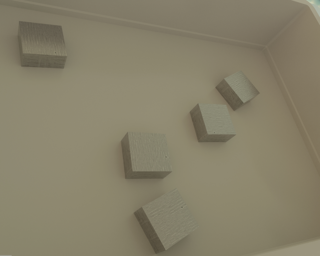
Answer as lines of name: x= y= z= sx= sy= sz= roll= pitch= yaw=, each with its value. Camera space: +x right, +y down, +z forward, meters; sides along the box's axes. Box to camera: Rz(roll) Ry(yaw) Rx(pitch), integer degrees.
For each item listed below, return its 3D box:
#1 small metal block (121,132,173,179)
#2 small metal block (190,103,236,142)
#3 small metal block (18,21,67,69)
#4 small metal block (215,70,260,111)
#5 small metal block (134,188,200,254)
small metal block: x=-0.017 y=0.034 z=0.376 sx=0.050 sy=0.025 sz=0.050 roll=4 pitch=60 yaw=-26
small metal block: x=0.077 y=-0.007 z=0.451 sx=0.050 sy=0.025 sz=0.050 roll=1 pitch=61 yaw=-28
small metal block: x=-0.148 y=-0.104 z=0.389 sx=0.050 sy=0.025 sz=0.050 roll=-3 pitch=63 yaw=-30
small metal block: x=0.129 y=-0.062 z=0.513 sx=0.050 sy=0.025 sz=0.050 roll=-28 pitch=78 yaw=-37
small metal block: x=0.007 y=0.103 z=0.347 sx=0.050 sy=0.025 sz=0.050 roll=-21 pitch=73 yaw=-36
